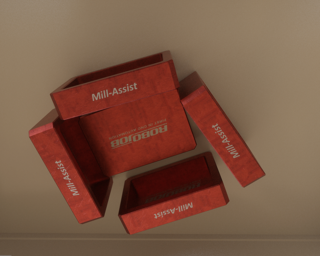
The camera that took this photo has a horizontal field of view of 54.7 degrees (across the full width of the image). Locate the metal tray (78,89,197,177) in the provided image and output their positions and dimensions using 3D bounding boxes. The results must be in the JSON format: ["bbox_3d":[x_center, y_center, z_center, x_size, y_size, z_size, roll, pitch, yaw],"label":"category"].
[{"bbox_3d":[-0.027,0.002,0.406,0.131,0.030,0.090,-19,109,6],"label":"metal tray"}]

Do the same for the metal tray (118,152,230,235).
[{"bbox_3d":[0.016,0.081,0.405,0.131,0.090,0.030,-19,109,6],"label":"metal tray"}]

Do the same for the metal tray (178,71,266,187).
[{"bbox_3d":[0.071,-0.001,0.376,0.030,0.090,0.130,-34,107,12],"label":"metal tray"}]

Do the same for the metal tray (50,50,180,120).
[{"bbox_3d":[-0.047,-0.052,0.354,0.131,0.090,0.030,-15,110,5],"label":"metal tray"}]

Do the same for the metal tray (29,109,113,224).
[{"bbox_3d":[-0.104,0.041,0.388,0.030,0.090,0.129,-20,109,7],"label":"metal tray"}]
